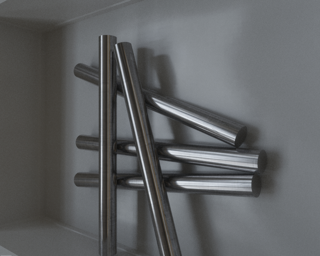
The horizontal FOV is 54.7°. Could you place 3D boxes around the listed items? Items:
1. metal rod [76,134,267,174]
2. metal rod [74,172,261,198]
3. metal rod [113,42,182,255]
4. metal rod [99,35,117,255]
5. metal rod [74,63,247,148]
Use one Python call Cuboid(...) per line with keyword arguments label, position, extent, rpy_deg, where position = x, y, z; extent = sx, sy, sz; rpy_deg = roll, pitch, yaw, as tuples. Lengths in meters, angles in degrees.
Cuboid(label="metal rod", position=(-0.011, 0.029, 0.412), extent=(0.300, 0.025, 0.025), rpy_deg=(3, 92, 39))
Cuboid(label="metal rod", position=(-0.016, 0.072, 0.416), extent=(0.300, 0.025, 0.025), rpy_deg=(-6, 86, 39))
Cuboid(label="metal rod", position=(-0.015, 0.034, 0.383), extent=(0.025, 0.025, 0.299), rpy_deg=(-22, 76, 37))
Cuboid(label="metal rod", position=(-0.072, 0.024, 0.428), extent=(0.025, 0.025, 0.298), rpy_deg=(0, 90, 39))
Cuboid(label="metal rod", position=(-0.022, -0.042, 0.420), extent=(0.300, 0.025, 0.025), rpy_deg=(26, 106, 36))
